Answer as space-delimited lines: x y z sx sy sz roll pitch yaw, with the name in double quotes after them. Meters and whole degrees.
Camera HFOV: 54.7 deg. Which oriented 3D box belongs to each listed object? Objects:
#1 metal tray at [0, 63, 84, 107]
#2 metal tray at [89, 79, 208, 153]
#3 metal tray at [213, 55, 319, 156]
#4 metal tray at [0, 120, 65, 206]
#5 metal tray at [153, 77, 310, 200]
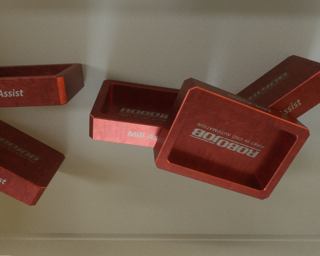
-0.163 -0.050 0.355 0.131 0.090 0.030 -2 110 0 "metal tray"
-0.009 -0.017 0.367 0.131 0.090 0.030 8 125 -3 "metal tray"
0.126 -0.030 0.367 0.130 0.090 0.030 -36 106 12 "metal tray"
-0.194 0.033 0.386 0.130 0.090 0.030 31 107 -11 "metal tray"
0.070 0.014 0.314 0.131 0.030 0.089 19 112 -13 "metal tray"
